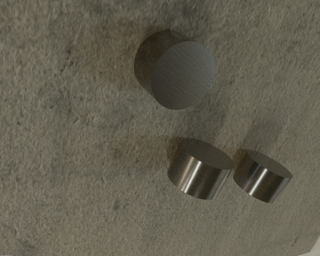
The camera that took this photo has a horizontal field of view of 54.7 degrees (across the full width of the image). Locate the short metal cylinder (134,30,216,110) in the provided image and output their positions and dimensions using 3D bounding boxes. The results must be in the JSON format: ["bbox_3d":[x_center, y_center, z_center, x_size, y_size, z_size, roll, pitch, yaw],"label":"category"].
[{"bbox_3d":[0.016,-0.068,0.359,0.081,0.050,0.079,-14,125,-21],"label":"short metal cylinder"}]

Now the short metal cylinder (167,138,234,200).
[{"bbox_3d":[0.057,0.056,0.439,0.081,0.080,0.050,10,113,-33],"label":"short metal cylinder"}]

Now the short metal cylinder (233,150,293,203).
[{"bbox_3d":[0.170,0.080,0.517,0.081,0.080,0.050,13,112,-34],"label":"short metal cylinder"}]
